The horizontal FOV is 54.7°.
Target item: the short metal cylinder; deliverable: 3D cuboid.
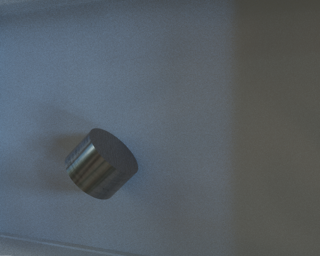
[{"bbox_3d":[-0.076,0.046,0.407,0.050,0.080,0.080,-45,76,14],"label":"short metal cylinder"}]
